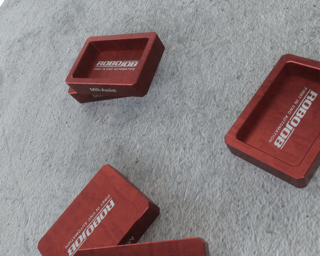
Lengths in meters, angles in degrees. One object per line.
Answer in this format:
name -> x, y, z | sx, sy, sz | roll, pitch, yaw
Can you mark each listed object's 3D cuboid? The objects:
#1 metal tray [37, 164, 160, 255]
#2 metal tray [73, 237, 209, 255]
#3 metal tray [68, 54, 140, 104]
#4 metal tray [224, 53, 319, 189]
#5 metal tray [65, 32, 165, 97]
metal tray -> -0.074, 0.119, 0.367 | 0.090, 0.030, 0.130 | 34, 80, 38
metal tray -> -0.016, 0.156, 0.290 | 0.130, 0.030, 0.090 | -10, 66, 11
metal tray -> -0.077, -0.091, 0.496 | 0.130, 0.030, 0.090 | -5, 59, 25
metal tray -> 0.143, -0.013, 0.333 | 0.090, 0.030, 0.130 | 29, 78, 37
metal tray -> -0.067, -0.093, 0.453 | 0.130, 0.030, 0.090 | 6, 65, 31
